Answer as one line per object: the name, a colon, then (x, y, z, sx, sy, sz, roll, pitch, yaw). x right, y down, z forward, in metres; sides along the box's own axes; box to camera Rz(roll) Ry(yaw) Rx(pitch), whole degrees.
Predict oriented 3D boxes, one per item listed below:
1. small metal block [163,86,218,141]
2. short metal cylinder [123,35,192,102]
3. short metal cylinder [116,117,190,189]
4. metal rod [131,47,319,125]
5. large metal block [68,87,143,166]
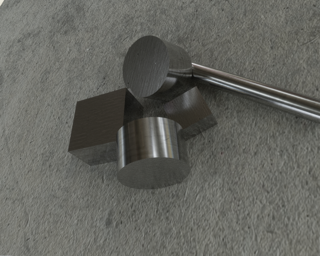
small metal block: (0.038, -0.017, 0.395, 0.050, 0.025, 0.050, -30, 52, 9)
short metal cylinder: (-0.004, -0.078, 0.418, 0.080, 0.050, 0.080, -3, 86, 39)
short metal cylinder: (-0.009, 0.031, 0.354, 0.080, 0.080, 0.050, -19, 55, 17)
metal rod: (0.065, -0.068, 0.411, 0.300, 0.025, 0.025, 26, 76, 37)
large metal block: (-0.072, 0.000, 0.426, 0.080, 0.050, 0.080, -13, 56, 21)
